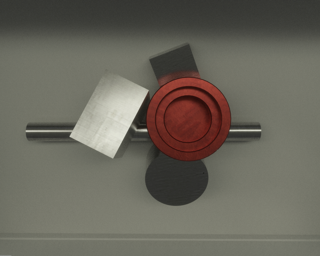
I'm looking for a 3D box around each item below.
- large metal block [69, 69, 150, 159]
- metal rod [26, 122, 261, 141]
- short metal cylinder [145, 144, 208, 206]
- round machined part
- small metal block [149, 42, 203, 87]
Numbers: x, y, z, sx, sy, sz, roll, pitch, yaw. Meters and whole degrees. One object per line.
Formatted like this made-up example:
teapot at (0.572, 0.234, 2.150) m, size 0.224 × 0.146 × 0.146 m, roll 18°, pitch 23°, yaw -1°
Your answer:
large metal block at (-0.052, -0.012, 0.360) m, size 0.050 × 0.080 × 0.080 m, roll 27°, pitch 85°, yaw 2°
metal rod at (-0.020, 0.005, 0.410) m, size 0.302 × 0.025 × 0.025 m, roll 0°, pitch 110°, yaw -1°
short metal cylinder at (0.021, 0.056, 0.417) m, size 0.081 × 0.050 × 0.079 m, roll 0°, pitch 110°, yaw -1°
round machined part at (0.033, -0.011, 0.377) m, size 0.099 × 0.042 × 0.097 m, roll 0°, pitch 93°, yaw 0°
small metal block at (0.019, -0.072, 0.384) m, size 0.050 × 0.025 × 0.050 m, roll -20°, pitch 109°, yaw 6°
